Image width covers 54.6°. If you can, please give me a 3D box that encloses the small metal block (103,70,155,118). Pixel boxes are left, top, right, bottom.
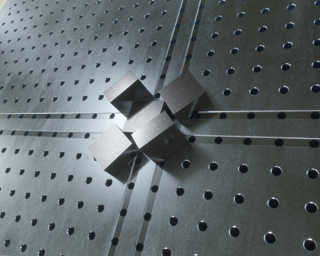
[{"bbox_3d":[-0.044,-0.047,0.444,0.050,0.050,0.025,-40,52,2],"label":"small metal block"}]

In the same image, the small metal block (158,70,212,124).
[{"bbox_3d":[0.033,-0.042,0.417,0.050,0.025,0.050,-35,51,6],"label":"small metal block"}]

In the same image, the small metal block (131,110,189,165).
[{"bbox_3d":[0.001,0.013,0.384,0.050,0.050,0.025,-36,51,4],"label":"small metal block"}]

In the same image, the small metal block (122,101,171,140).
[{"bbox_3d":[-0.017,-0.010,0.423,0.050,0.025,0.050,3,62,31],"label":"small metal block"}]

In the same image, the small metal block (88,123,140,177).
[{"bbox_3d":[-0.063,0.029,0.424,0.050,0.025,0.050,-44,51,-3],"label":"small metal block"}]
